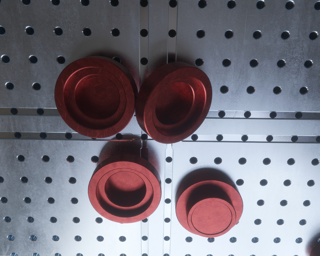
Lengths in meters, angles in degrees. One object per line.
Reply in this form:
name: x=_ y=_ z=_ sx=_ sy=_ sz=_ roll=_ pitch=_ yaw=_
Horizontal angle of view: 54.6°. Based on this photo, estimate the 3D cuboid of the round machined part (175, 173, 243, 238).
round machined part: x=0.071 y=0.118 z=0.448 sx=0.099 sy=0.042 sz=0.097 roll=0 pitch=110 yaw=0

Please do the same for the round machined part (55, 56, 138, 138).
round machined part: x=-0.075 y=-0.040 z=0.385 sx=0.098 sy=0.042 sz=0.097 roll=2 pitch=108 yaw=6

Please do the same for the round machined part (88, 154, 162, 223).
round machined part: x=-0.047 y=0.080 z=0.433 sx=0.099 sy=0.042 sz=0.097 roll=0 pitch=110 yaw=0

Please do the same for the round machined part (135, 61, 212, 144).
round machined part: x=0.013 y=-0.033 z=0.376 sx=0.099 sy=0.042 sz=0.097 roll=-19 pitch=126 yaw=-28

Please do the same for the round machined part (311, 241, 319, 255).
round machined part: x=0.294 y=0.214 z=0.485 sx=0.099 sy=0.042 sz=0.097 roll=0 pitch=110 yaw=0
